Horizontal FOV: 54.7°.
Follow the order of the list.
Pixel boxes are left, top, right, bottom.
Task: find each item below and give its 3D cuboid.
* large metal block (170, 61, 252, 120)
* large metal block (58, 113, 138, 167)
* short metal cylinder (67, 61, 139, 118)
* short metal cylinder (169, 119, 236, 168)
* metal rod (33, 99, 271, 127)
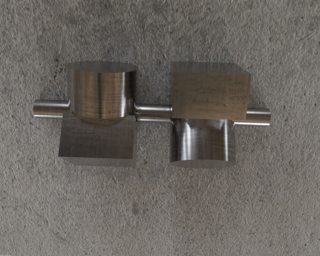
[{"bbox_3d":[0.054,-0.047,0.364,0.081,0.080,0.050,1,110,-1],"label":"large metal block"},{"bbox_3d":[-0.070,0.018,0.381,0.081,0.080,0.050,2,76,-2],"label":"large metal block"},{"bbox_3d":[-0.066,-0.048,0.363,0.081,0.080,0.050,3,110,-2],"label":"short metal cylinder"},{"bbox_3d":[0.052,0.020,0.383,0.081,0.080,0.050,2,75,-1],"label":"short metal cylinder"},{"bbox_3d":[-0.009,-0.019,0.406,0.302,0.025,0.025,2,110,-1],"label":"metal rod"}]
